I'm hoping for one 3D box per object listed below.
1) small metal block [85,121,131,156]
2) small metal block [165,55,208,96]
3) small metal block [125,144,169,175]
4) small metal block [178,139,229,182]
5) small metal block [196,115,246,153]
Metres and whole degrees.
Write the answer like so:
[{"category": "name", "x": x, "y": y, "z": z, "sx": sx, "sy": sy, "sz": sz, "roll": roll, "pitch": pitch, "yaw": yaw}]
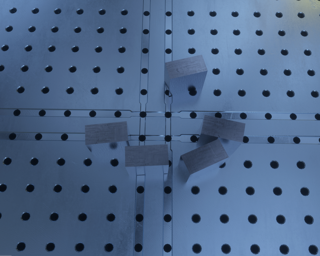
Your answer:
[{"category": "small metal block", "x": -0.064, "y": 0.014, "z": 0.393, "sx": 0.050, "sy": 0.050, "sz": 0.025, "roll": -6, "pitch": 70, "yaw": -3}, {"category": "small metal block", "x": 0.034, "y": -0.071, "z": 0.425, "sx": 0.050, "sy": 0.050, "sz": 0.025, "roll": -14, "pitch": 71, "yaw": -5}, {"category": "small metal block", "x": -0.015, "y": 0.040, "z": 0.384, "sx": 0.050, "sy": 0.050, "sz": 0.025, "roll": -3, "pitch": 70, "yaw": -1}, {"category": "small metal block", "x": 0.052, "y": 0.041, "z": 0.384, "sx": 0.050, "sy": 0.050, "sz": 0.025, "roll": -23, "pitch": 72, "yaw": -8}, {"category": "small metal block", "x": 0.076, "y": 0.009, "z": 0.396, "sx": 0.050, "sy": 0.050, "sz": 0.025, "roll": 12, "pitch": 71, "yaw": 4}]
